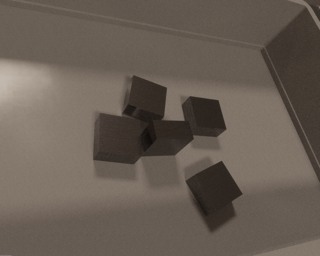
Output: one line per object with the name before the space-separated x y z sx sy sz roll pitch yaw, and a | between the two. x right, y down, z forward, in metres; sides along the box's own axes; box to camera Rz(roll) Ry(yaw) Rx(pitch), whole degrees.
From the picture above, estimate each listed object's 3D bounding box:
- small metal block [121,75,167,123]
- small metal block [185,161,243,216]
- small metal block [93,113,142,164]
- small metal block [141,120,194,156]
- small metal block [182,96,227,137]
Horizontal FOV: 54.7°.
small metal block | -0.020 -0.037 0.419 0.050 0.025 0.050 18 54 -18
small metal block | 0.070 0.077 0.398 0.050 0.025 0.050 -20 72 -36
small metal block | -0.051 0.013 0.371 0.050 0.025 0.050 10 58 -24
small metal block | 0.006 0.014 0.386 0.050 0.050 0.025 1 62 -28
small metal block | 0.064 -0.016 0.452 0.050 0.025 0.050 5 60 -26
